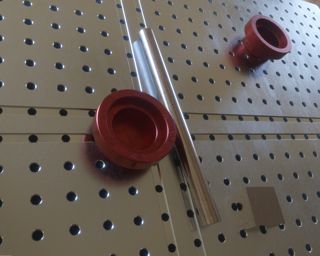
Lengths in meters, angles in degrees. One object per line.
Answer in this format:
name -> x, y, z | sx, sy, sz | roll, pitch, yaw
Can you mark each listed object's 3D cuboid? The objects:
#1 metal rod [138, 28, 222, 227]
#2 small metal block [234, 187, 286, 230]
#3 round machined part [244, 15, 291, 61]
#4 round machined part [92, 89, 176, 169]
metal rod -> 0.020, -0.016, 0.428 | 0.025, 0.025, 0.299 | -4, 64, -30
small metal block -> 0.133, 0.107, 0.414 | 0.050, 0.025, 0.050 | 5, 60, -26
round machined part -> 0.207, -0.173, 0.615 | 0.099, 0.042, 0.098 | 14, 56, -21
round machined part -> -0.034, 0.005, 0.376 | 0.099, 0.042, 0.098 | 14, 56, -21
